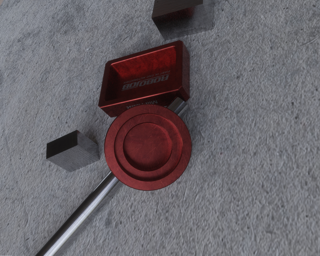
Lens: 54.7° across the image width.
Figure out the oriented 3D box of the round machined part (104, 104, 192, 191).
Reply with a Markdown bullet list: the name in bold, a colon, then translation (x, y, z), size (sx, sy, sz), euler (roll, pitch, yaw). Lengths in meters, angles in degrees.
- **round machined part**: translation (-0.015, 0.021, 0.366), size (0.099, 0.042, 0.097), euler (0, 89, -9)

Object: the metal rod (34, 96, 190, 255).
- **metal rod**: translation (-0.069, 0.079, 0.391), size (0.300, 0.025, 0.025), euler (-49, 51, -6)

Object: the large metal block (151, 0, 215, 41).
- **large metal block**: translation (0.039, -0.192, 0.485), size (0.080, 0.050, 0.080), euler (-6, 59, 25)

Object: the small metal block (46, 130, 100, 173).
- **small metal block**: translation (-0.120, 0.033, 0.430), size (0.050, 0.050, 0.025), euler (-23, 53, 14)

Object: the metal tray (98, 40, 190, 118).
- **metal tray**: translation (-0.023, -0.071, 0.455), size (0.130, 0.030, 0.090), euler (-11, 57, 22)
